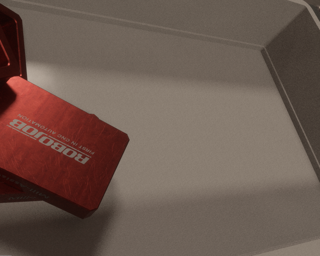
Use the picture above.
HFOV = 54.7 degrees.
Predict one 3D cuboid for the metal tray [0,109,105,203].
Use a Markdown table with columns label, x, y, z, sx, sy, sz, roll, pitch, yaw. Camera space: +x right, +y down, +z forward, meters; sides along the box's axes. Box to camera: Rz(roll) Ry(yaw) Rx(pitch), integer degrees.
| label | x | y | z | sx | sy | sz | roll | pitch | yaw |
| --- | --- | --- | --- | --- | --- | --- | --- | --- | --- |
| metal tray | -0.127 | 0.027 | 0.318 | 0.131 | 0.030 | 0.090 | 3 | 60 | -27 |

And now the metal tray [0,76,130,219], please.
| label | x | y | z | sx | sy | sz | roll | pitch | yaw |
| --- | --- | --- | --- | --- | --- | --- | --- | --- | --- |
| metal tray | -0.105 | 0.017 | 0.297 | 0.131 | 0.030 | 0.090 | 29 | 52 | -10 |

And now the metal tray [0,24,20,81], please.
| label | x | y | z | sx | sy | sz | roll | pitch | yaw |
| --- | --- | --- | --- | --- | --- | --- | --- | --- | --- |
| metal tray | -0.172 | -0.066 | 0.221 | 0.130 | 0.030 | 0.090 | -51 | 123 | -65 |

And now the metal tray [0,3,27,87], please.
| label | x | y | z | sx | sy | sz | roll | pitch | yaw |
| --- | --- | --- | --- | --- | --- | --- | --- | --- | --- |
| metal tray | -0.188 | -0.092 | 0.295 | 0.130 | 0.030 | 0.090 | 22 | 57 | -69 |
